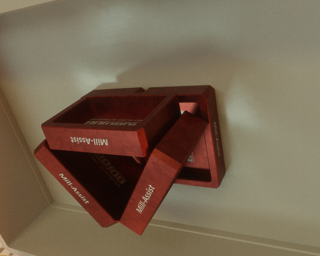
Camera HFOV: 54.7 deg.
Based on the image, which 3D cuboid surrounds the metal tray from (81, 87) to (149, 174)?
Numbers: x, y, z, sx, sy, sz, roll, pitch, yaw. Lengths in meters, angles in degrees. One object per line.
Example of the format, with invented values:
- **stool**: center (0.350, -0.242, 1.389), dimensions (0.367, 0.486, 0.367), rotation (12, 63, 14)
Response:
- **metal tray**: center (-0.052, 0.010, 0.439), dimensions (0.090, 0.030, 0.129), rotation (1, 118, 28)

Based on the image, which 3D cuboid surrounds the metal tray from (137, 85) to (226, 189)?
- **metal tray**: center (0.029, 0.012, 0.396), dimensions (0.090, 0.030, 0.129), rotation (1, 118, 28)

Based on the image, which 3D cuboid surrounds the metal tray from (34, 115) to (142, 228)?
- **metal tray**: center (-0.082, 0.050, 0.399), dimensions (0.130, 0.090, 0.030), rotation (49, 129, -7)

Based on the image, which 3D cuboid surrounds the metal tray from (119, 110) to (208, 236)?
- **metal tray**: center (0.003, 0.052, 0.355), dimensions (0.030, 0.090, 0.129), rotation (31, 129, 8)

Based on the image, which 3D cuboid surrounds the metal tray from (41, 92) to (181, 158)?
- **metal tray**: center (-0.053, -0.008, 0.347), dimensions (0.130, 0.090, 0.030), rotation (2, 120, 27)
